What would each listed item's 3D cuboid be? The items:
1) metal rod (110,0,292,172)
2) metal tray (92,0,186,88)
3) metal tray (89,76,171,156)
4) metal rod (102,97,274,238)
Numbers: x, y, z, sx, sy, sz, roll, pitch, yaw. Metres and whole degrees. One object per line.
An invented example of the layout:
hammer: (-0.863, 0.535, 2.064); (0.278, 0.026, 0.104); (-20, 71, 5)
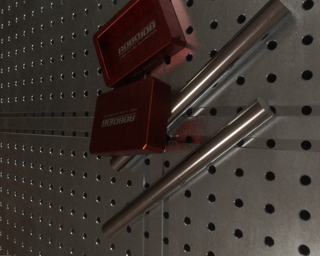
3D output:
metal rod: (0.029, -0.034, 0.383); (0.299, 0.025, 0.025); (-44, 64, 31)
metal tray: (-0.035, -0.122, 0.432); (0.130, 0.030, 0.090); (-28, 73, 36)
metal tray: (-0.044, -0.010, 0.414); (0.130, 0.030, 0.090); (-9, 70, 47)
metal rod: (0.016, 0.066, 0.394); (0.299, 0.025, 0.025); (-44, 64, 31)
